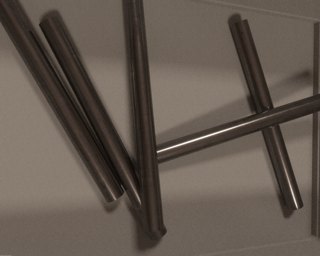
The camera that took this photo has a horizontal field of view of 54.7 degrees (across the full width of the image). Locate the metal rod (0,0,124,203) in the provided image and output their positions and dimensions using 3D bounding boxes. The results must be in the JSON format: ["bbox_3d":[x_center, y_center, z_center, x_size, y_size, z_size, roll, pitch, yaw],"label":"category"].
[{"bbox_3d":[-0.125,-0.044,0.364,0.025,0.025,0.299,-31,101,-18],"label":"metal rod"}]

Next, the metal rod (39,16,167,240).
[{"bbox_3d":[-0.066,0.008,0.386,0.025,0.025,0.299,-29,100,-18],"label":"metal rod"}]

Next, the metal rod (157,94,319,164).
[{"bbox_3d":[0.129,-0.005,0.438,0.302,0.025,0.025,-17,96,-12],"label":"metal rod"}]

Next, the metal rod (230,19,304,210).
[{"bbox_3d":[0.165,-0.015,0.473,0.025,0.025,0.298,-22,98,-19],"label":"metal rod"}]

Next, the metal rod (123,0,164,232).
[{"bbox_3d":[-0.021,-0.025,0.388,0.025,0.025,0.298,-4,86,-20],"label":"metal rod"}]
